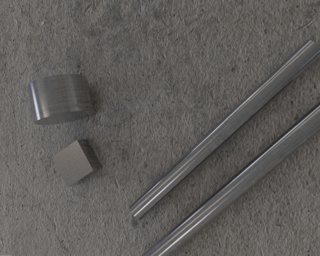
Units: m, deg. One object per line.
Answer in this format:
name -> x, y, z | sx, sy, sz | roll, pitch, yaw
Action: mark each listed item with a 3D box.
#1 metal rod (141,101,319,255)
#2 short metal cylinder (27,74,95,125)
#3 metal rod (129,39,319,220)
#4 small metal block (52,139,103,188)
metal rod -> 0.084, 0.080, 0.379 | 0.299, 0.025, 0.025 | -45, 76, 14
short metal cylinder -> -0.135, -0.038, 0.428 | 0.080, 0.080, 0.050 | -14, 85, 19
metal rod -> 0.071, 0.012, 0.383 | 0.299, 0.025, 0.025 | -45, 76, 14
small metal block -> -0.121, 0.051, 0.451 | 0.050, 0.025, 0.050 | -34, 79, 16
